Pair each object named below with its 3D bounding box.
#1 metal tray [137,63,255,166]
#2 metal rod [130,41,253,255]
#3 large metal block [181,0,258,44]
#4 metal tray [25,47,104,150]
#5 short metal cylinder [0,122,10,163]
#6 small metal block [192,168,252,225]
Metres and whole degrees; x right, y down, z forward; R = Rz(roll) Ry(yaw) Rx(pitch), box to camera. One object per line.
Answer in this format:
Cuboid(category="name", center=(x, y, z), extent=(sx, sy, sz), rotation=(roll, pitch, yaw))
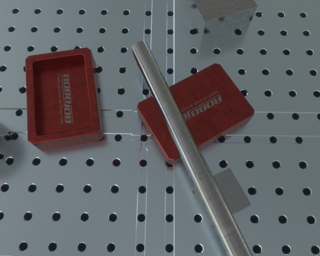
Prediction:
Cuboid(category="metal tray", center=(0.047, -0.020, 0.417), extent=(0.131, 0.030, 0.090), rotation=(-29, 73, -10))
Cuboid(category="metal rod", center=(0.032, 0.020, 0.372), extent=(0.025, 0.025, 0.299), rotation=(-22, 72, -8))
Cuboid(category="large metal block", center=(0.085, -0.185, 0.466), extent=(0.080, 0.050, 0.080), rotation=(-20, 71, -7))
Cuboid(category="metal tray", center=(-0.131, -0.042, 0.423), extent=(0.091, 0.030, 0.130), rotation=(-9, 70, -4))
Cuboid(category="short metal cylinder", center=(-0.241, 0.015, 0.391), extent=(0.081, 0.050, 0.080), rotation=(0, 70, 0))
Cuboid(category="small metal block", center=(0.075, 0.084, 0.381), extent=(0.050, 0.025, 0.050), rotation=(-25, 72, -9))
